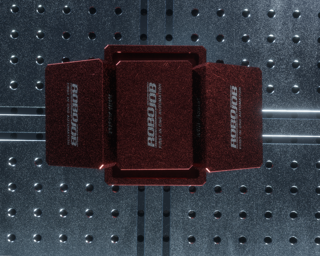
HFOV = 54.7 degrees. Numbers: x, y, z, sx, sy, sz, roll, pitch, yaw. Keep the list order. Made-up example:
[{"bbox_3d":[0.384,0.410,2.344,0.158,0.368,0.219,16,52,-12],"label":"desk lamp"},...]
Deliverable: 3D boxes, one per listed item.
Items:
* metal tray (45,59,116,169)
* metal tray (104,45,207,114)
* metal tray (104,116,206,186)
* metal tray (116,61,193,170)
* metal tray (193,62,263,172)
[{"bbox_3d":[-0.101,-0.017,0.392,0.090,0.030,0.129,0,90,25],"label":"metal tray"},{"bbox_3d":[-0.006,-0.061,0.410,0.131,0.030,0.089,0,90,-1],"label":"metal tray"},{"bbox_3d":[-0.006,0.029,0.411,0.131,0.030,0.089,0,90,-1],"label":"metal tray"},{"bbox_3d":[-0.006,-0.015,0.380,0.091,0.030,0.129,0,90,-1],"label":"metal tray"},{"bbox_3d":[0.086,-0.013,0.393,0.091,0.030,0.129,-1,90,-28],"label":"metal tray"}]
